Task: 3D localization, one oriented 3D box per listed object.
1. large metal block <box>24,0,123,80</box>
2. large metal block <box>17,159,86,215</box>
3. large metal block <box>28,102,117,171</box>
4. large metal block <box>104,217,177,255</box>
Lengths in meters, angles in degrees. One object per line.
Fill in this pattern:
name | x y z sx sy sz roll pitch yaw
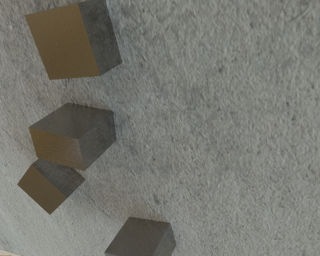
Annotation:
large metal block | -0.102 -0.107 0.377 0.080 0.050 0.079 1 119 27
large metal block | -0.193 0.096 0.549 0.080 0.050 0.080 45 129 -4
large metal block | -0.119 0.009 0.438 0.080 0.080 0.050 12 123 21
large metal block | -0.029 0.197 0.507 0.080 0.080 0.050 0 118 28
